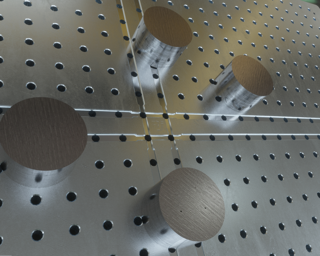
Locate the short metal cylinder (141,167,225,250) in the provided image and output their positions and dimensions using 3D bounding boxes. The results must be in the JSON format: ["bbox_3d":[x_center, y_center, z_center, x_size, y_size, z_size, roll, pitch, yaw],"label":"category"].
[{"bbox_3d":[0.025,0.091,0.350,0.081,0.050,0.080,14,56,-21],"label":"short metal cylinder"}]

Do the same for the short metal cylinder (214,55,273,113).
[{"bbox_3d":[0.137,-0.072,0.509,0.081,0.050,0.080,13,56,-21],"label":"short metal cylinder"}]

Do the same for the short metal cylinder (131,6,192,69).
[{"bbox_3d":[0.003,-0.139,0.478,0.081,0.050,0.080,14,56,-21],"label":"short metal cylinder"}]

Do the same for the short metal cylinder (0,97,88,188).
[{"bbox_3d":[-0.121,0.015,0.318,0.081,0.050,0.080,14,56,-21],"label":"short metal cylinder"}]
